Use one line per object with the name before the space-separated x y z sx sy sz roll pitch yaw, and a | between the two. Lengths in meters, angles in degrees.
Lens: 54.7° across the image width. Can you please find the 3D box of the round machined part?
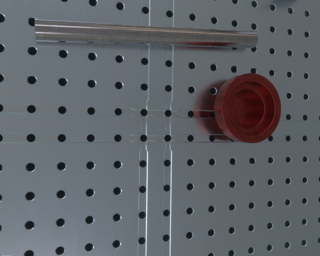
round machined part | 0.122 -0.028 0.449 0.099 0.042 0.097 0 90 -20

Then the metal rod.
metal rod | -0.003 -0.123 0.411 0.303 0.025 0.025 -4 92 -20
